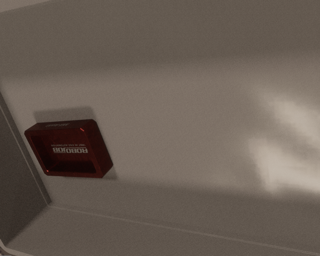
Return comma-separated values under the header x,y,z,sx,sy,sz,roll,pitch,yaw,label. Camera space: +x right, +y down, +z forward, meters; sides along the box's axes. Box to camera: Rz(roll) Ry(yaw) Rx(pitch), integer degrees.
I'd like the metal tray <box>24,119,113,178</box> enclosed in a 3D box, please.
x,y,z,sx,sy,sz,roll,pitch,yaw,label
-0.149,0.035,0.502,0.130,0.030,0.089,-3,117,29,metal tray
